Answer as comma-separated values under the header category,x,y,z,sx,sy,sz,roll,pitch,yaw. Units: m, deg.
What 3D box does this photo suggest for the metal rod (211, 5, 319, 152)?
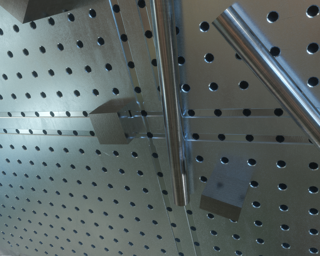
category,x,y,z,sx,sy,sz,roll,pitch,yaw
metal rod,0.161,-0.003,0.324,0.300,0.025,0.025,48,129,-6

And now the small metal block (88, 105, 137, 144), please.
category,x,y,z,sx,sy,sz,roll,pitch,yaw
small metal block,-0.068,-0.004,0.444,0.050,0.025,0.050,-2,118,29

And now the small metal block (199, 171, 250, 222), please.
category,x,y,z,sx,sy,sz,roll,pitch,yaw
small metal block,0.085,0.088,0.405,0.050,0.050,0.025,16,125,19

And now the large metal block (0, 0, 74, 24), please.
category,x,y,z,sx,sy,sz,roll,pitch,yaw
large metal block,-0.149,-0.171,0.349,0.080,0.080,0.050,40,129,1

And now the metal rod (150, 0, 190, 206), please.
category,x,y,z,sx,sy,sz,roll,pitch,yaw
metal rod,0.016,-0.022,0.389,0.025,0.025,0.298,7,122,24
